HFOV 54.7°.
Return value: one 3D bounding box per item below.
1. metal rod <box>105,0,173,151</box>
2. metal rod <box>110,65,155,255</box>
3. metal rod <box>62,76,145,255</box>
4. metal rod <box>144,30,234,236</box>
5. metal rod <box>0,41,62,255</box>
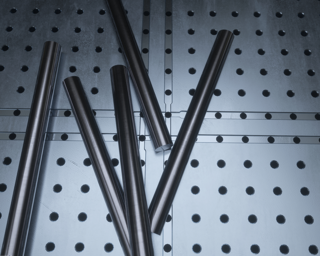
[{"bbox_3d":[-0.041,-0.108,0.450,0.025,0.025,0.299,-17,71,-7],"label":"metal rod"},{"bbox_3d":[-0.035,0.050,0.377,0.025,0.025,0.299,-9,64,-4],"label":"metal rod"},{"bbox_3d":[-0.065,0.064,0.387,0.025,0.025,0.299,-22,72,-8],"label":"metal rod"},{"bbox_3d":[0.044,-0.008,0.415,0.025,0.025,0.300,21,71,7],"label":"metal rod"},{"bbox_3d":[-0.164,0.020,0.402,0.025,0.025,0.299,3,70,0],"label":"metal rod"}]
